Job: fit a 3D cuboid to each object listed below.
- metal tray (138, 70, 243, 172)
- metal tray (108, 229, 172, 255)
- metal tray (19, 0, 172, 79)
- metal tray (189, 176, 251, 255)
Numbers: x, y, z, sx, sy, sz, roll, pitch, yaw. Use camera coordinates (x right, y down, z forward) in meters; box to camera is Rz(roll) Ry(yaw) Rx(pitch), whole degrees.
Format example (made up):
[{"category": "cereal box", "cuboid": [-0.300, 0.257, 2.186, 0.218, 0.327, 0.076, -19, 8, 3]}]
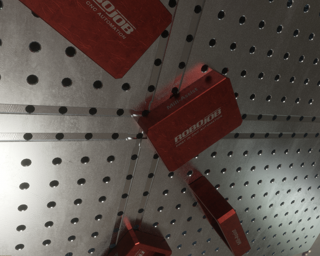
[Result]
[{"category": "metal tray", "cuboid": [0.046, -0.008, 0.430, 0.130, 0.030, 0.090, -34, 129, -6]}, {"category": "metal tray", "cuboid": [-0.053, 0.238, 0.528, 0.090, 0.030, 0.130, 33, 100, -39]}, {"category": "metal tray", "cuboid": [-0.060, -0.121, 0.301, 0.090, 0.030, 0.130, -48, 129, 5]}, {"category": "metal tray", "cuboid": [0.101, 0.150, 0.519, 0.030, 0.090, 0.130, -34, 129, -7]}]
